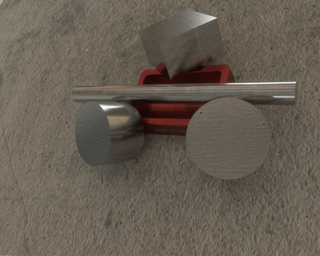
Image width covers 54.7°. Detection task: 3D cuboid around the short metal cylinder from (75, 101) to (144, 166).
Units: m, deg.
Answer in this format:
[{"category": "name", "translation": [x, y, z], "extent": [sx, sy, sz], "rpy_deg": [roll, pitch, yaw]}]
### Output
[{"category": "short metal cylinder", "translation": [-0.066, 0.006, 0.396], "extent": [0.080, 0.050, 0.079], "rpy_deg": [4, 96, 45]}]

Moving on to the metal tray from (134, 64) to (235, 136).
[{"category": "metal tray", "translation": [0.026, -0.036, 0.411], "extent": [0.130, 0.030, 0.090], "rpy_deg": [2, 63, 29]}]

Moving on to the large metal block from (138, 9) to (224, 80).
[{"category": "large metal block", "translation": [0.027, -0.116, 0.418], "extent": [0.080, 0.050, 0.080], "rpy_deg": [-26, 34, -9]}]

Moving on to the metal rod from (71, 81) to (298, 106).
[{"category": "metal rod", "translation": [0.008, -0.043, 0.389], "extent": [0.300, 0.025, 0.025], "rpy_deg": [3, 63, 29]}]

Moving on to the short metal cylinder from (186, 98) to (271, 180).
[{"category": "short metal cylinder", "translation": [0.069, 0.012, 0.325], "extent": [0.080, 0.050, 0.080], "rpy_deg": [-1, 84, 9]}]
